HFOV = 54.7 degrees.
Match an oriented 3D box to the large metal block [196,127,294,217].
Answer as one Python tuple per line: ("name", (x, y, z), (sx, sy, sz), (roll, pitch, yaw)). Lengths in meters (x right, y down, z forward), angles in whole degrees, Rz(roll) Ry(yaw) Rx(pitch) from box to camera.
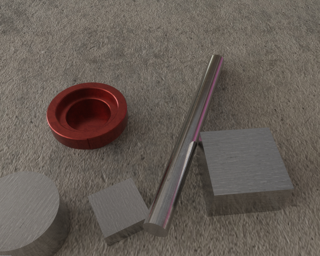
("large metal block", (0.089, 0.048, 0.348), (0.081, 0.050, 0.080), (-4, 50, -4))

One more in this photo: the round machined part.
("round machined part", (-0.090, -0.011, 0.400), (0.099, 0.042, 0.098), (0, 50, 0))

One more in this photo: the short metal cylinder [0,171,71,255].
("short metal cylinder", (-0.136, 0.091, 0.309), (0.081, 0.050, 0.080), (0, 50, 0))

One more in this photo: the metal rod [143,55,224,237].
("metal rod", (0.043, -0.005, 0.393), (0.025, 0.025, 0.301), (15, 47, 11))

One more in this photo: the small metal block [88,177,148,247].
("small metal block", (-0.042, 0.088, 0.329), (0.050, 0.025, 0.050), (-21, 53, -17))
